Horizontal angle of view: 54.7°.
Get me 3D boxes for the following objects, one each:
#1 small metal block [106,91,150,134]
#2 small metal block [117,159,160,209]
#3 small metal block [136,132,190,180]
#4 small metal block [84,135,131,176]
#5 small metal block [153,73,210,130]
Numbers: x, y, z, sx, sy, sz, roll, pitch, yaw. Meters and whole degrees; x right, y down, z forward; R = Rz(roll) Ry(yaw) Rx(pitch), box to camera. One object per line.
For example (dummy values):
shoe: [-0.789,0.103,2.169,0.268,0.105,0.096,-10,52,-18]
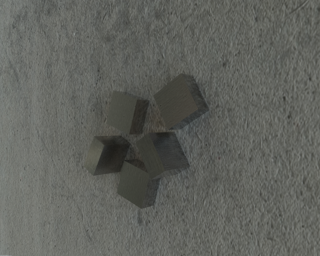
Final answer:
small metal block: [-0.047,-0.023,0.444,0.050,0.025,0.050,23,104,37]
small metal block: [-0.029,0.076,0.429,0.050,0.025,0.050,22,104,38]
small metal block: [0.004,0.033,0.385,0.025,0.050,0.050,-38,67,34]
small metal block: [-0.077,0.039,0.452,0.025,0.050,0.050,35,112,34]
small metal block: [0.026,-0.032,0.384,0.050,0.025,0.050,-36,68,34]
